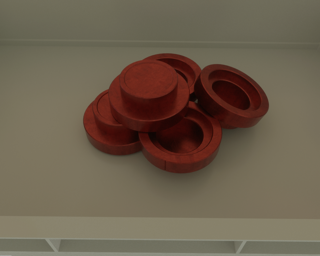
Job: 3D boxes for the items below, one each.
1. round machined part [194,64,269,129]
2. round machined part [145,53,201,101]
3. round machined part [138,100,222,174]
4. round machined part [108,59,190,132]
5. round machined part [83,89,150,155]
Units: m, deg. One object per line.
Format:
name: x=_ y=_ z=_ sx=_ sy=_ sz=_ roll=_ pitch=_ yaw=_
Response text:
round machined part: x=0.089 y=-0.037 z=0.410 sx=0.099 sy=0.042 sz=0.098 roll=14 pitch=45 yaw=-15
round machined part: x=0.011 y=-0.060 z=0.443 sx=0.099 sy=0.042 sz=0.098 roll=0 pitch=50 yaw=0
round machined part: x=0.024 y=0.014 z=0.380 sx=0.099 sy=0.042 sz=0.098 roll=0 pitch=50 yaw=0
round machined part: x=-0.013 y=-0.046 z=0.374 sx=0.099 sy=0.042 sz=0.098 roll=0 pitch=50 yaw=0
round machined part: x=-0.050 y=-0.016 z=0.403 sx=0.099 sy=0.042 sz=0.098 roll=0 pitch=50 yaw=0
